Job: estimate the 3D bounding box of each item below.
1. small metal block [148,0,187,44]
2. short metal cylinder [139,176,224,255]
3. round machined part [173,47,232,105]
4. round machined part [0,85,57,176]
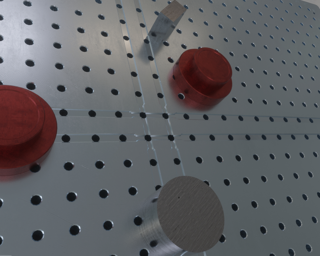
[{"bbox_3d":[0.012,-0.172,0.503,0.025,0.050,0.050,39,51,-3],"label":"small metal block"},{"bbox_3d":[0.023,0.100,0.344,0.081,0.050,0.080,14,56,-21],"label":"short metal cylinder"},{"bbox_3d":[0.074,-0.088,0.491,0.099,0.042,0.098,13,56,-21],"label":"round machined part"},{"bbox_3d":[-0.156,-0.004,0.316,0.099,0.042,0.098,14,56,-21],"label":"round machined part"}]
